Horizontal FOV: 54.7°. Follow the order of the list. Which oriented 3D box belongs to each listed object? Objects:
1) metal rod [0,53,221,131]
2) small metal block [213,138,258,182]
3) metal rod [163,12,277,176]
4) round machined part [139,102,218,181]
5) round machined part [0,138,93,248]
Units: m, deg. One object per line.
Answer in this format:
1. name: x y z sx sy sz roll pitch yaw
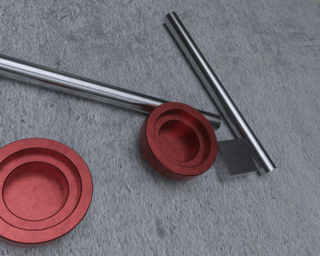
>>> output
1. metal rod: -0.055 -0.041 0.398 0.302 0.025 0.025 14 56 -21
2. small metal block: 0.100 0.044 0.431 0.050 0.025 0.050 -5 64 -30
3. metal rod: 0.087 -0.063 0.488 0.025 0.025 0.299 -18 72 -35
4. round machined part: 0.020 0.020 0.389 0.099 0.042 0.098 12 60 -21
5. round machined part: -0.117 0.062 0.292 0.099 0.042 0.098 14 56 -21
